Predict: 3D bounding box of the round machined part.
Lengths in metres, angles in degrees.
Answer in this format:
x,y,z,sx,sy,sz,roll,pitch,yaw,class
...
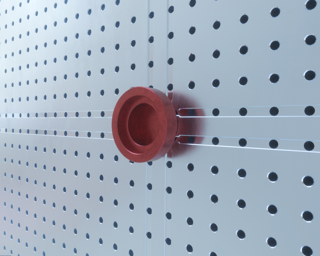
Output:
x,y,z,sx,sy,sz,roll,pitch,yaw,class
-0.016,-0.004,0.412,0.098,0.042,0.097,0,90,40,round machined part
